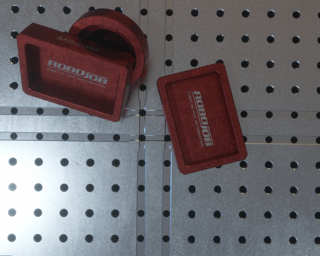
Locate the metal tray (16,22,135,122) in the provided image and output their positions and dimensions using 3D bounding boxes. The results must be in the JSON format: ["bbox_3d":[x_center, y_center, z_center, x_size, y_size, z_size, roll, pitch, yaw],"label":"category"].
[{"bbox_3d":[-0.103,-0.065,0.382,0.131,0.030,0.089,17,135,-1],"label":"metal tray"}]

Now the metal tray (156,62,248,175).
[{"bbox_3d":[0.054,-0.012,0.411,0.091,0.030,0.129,-14,90,-1],"label":"metal tray"}]

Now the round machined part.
[{"bbox_3d":[-0.061,-0.102,0.387,0.098,0.042,0.097,8,134,9],"label":"round machined part"}]
